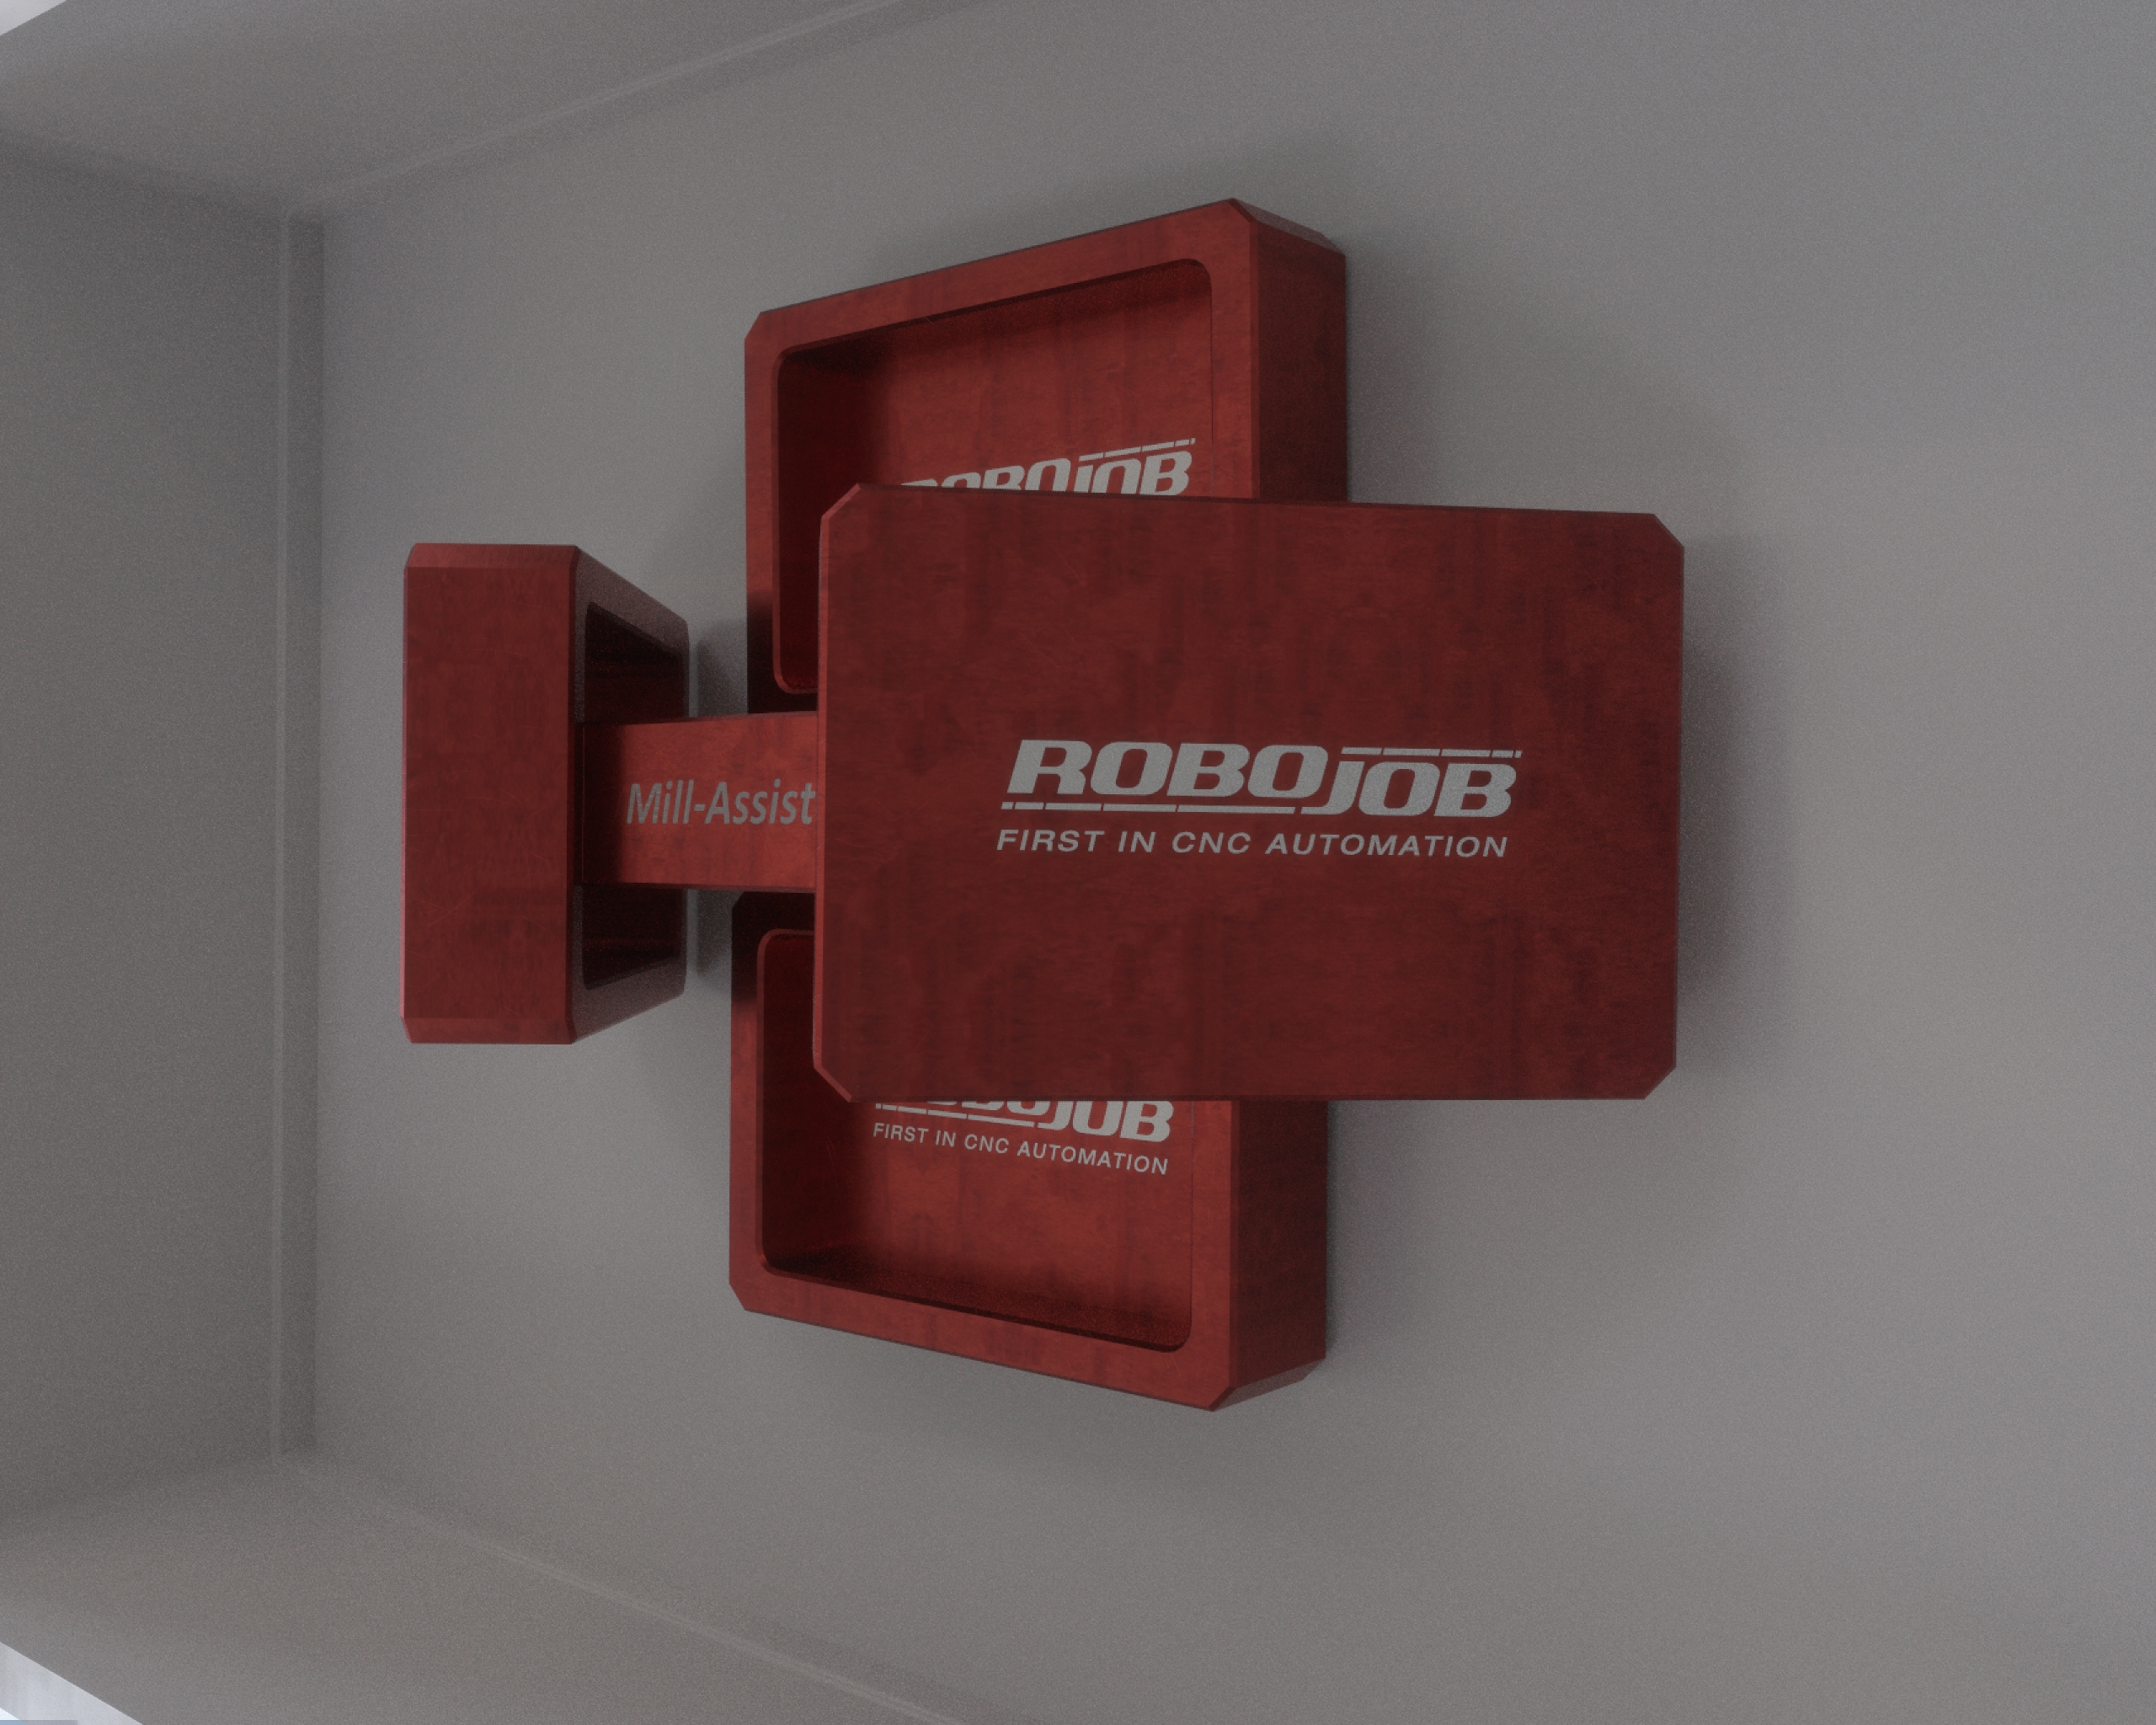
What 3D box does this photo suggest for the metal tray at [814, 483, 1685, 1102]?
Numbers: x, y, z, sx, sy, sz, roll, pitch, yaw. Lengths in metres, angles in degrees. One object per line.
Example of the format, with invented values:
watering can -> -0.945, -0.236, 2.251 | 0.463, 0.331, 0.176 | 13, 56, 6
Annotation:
metal tray -> 0.026, -0.009, 0.324 | 0.030, 0.131, 0.089 | -177, 87, -82

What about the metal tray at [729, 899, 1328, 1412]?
metal tray -> -0.014, 0.050, 0.411 | 0.130, 0.030, 0.089 | 1, 90, 39

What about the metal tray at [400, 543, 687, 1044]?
metal tray -> -0.106, -0.013, 0.433 | 0.030, 0.130, 0.089 | 1, 90, -2

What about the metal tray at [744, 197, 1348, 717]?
metal tray -> -0.010, -0.071, 0.410 | 0.130, 0.030, 0.089 | 0, 91, 39

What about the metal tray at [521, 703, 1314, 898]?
metal tray -> -0.033, -0.010, 0.390 | 0.130, 0.091, 0.030 | 1, 91, 39
